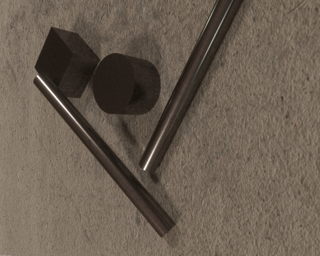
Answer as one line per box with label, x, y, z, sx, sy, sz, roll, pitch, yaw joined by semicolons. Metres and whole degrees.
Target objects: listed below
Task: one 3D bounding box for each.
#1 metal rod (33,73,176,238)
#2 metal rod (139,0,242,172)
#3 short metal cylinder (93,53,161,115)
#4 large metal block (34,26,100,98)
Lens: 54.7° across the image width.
metal rod;-0.088;0.028;0.439;0.300;0.025;0.025;46;118;17
metal rod;0.044;-0.074;0.367;0.025;0.025;0.298;39;113;33
short metal cylinder;-0.046;-0.058;0.424;0.080;0.050;0.079;0;90;39
large metal block;-0.156;-0.107;0.514;0.080;0.050;0.080;49;119;28
